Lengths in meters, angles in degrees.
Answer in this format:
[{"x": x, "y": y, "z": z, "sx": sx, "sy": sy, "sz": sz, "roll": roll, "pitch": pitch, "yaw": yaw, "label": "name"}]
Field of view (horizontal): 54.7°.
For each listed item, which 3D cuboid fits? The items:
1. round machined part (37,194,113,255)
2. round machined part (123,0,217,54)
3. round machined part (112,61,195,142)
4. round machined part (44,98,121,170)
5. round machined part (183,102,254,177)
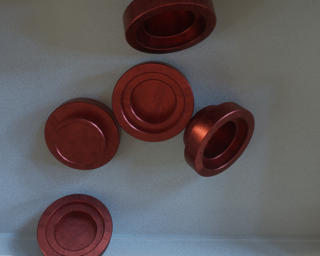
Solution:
[{"x": -0.118, "y": 0.146, "z": 0.434, "sx": 0.099, "sy": 0.098, "sz": 0.042, "roll": 13, "pitch": 142, "yaw": -5, "label": "round machined part"}, {"x": 0.009, "y": -0.123, "z": 0.336, "sx": 0.099, "sy": 0.098, "sz": 0.042, "roll": -11, "pitch": 77, "yaw": 4, "label": "round machined part"}, {"x": -0.007, "y": -0.035, "z": 0.387, "sx": 0.099, "sy": 0.042, "sz": 0.097, "roll": 1, "pitch": 109, "yaw": 2, "label": "round machined part"}, {"x": -0.102, "y": 0.013, "z": 0.406, "sx": 0.099, "sy": 0.042, "sz": 0.097, "roll": 0, "pitch": 110, "yaw": 0, "label": "round machined part"}, {"x": 0.069, "y": 0.010, "z": 0.389, "sx": 0.099, "sy": 0.042, "sz": 0.097, "roll": -23, "pitch": 134, "yaw": -27, "label": "round machined part"}]
